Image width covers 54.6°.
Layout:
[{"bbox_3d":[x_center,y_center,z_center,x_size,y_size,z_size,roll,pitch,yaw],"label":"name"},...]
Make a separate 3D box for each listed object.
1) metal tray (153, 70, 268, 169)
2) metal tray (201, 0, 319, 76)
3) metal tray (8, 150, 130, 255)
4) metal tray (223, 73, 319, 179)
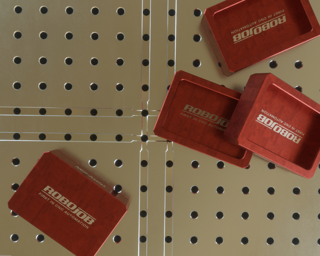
[{"bbox_3d":[0.067,-0.011,0.411,0.131,0.030,0.090,21,90,0],"label":"metal tray"},{"bbox_3d":[0.132,-0.136,0.411,0.130,0.030,0.090,-24,90,0],"label":"metal tray"},{"bbox_3d":[-0.118,0.101,0.410,0.130,0.030,0.090,36,90,0],"label":"metal tray"},{"bbox_3d":[0.153,-0.001,0.387,0.131,0.030,0.090,25,89,-22],"label":"metal tray"}]
